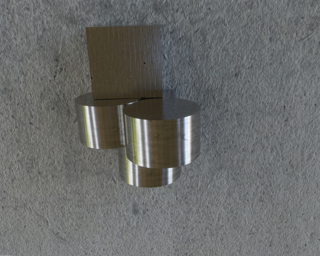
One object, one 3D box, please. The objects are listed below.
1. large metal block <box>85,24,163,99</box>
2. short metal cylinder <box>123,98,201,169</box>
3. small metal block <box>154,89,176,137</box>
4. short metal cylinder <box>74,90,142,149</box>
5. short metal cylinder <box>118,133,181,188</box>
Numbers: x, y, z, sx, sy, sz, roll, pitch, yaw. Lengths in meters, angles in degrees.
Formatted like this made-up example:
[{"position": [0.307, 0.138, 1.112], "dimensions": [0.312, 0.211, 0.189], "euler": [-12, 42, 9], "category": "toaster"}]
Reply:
[{"position": [-0.039, -0.080, 0.368], "dimensions": [0.080, 0.050, 0.079], "euler": [-2, 110, 0], "category": "large metal block"}, {"position": [0.003, 0.002, 0.330], "dimensions": [0.080, 0.080, 0.050], "euler": [-2, 110, 0], "category": "short metal cylinder"}, {"position": [0.006, -0.020, 0.393], "dimensions": [0.025, 0.050, 0.050], "euler": [1, 110, -1], "category": "small metal block"}, {"position": [-0.059, -0.013, 0.377], "dimensions": [0.080, 0.080, 0.050], "euler": [-2, 110, 0], "category": "short metal cylinder"}, {"position": [-0.013, 0.033, 0.394], "dimensions": [0.081, 0.080, 0.050], "euler": [0, 110, 0], "category": "short metal cylinder"}]
